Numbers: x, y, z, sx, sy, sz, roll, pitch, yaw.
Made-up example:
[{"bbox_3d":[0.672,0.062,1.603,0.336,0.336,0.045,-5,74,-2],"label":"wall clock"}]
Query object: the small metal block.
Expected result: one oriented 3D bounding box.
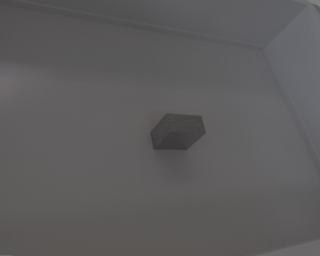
[{"bbox_3d":[0.022,0.006,0.397,0.050,0.050,0.025,3,61,-27],"label":"small metal block"}]
